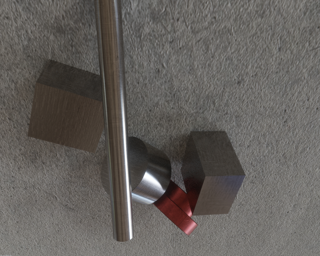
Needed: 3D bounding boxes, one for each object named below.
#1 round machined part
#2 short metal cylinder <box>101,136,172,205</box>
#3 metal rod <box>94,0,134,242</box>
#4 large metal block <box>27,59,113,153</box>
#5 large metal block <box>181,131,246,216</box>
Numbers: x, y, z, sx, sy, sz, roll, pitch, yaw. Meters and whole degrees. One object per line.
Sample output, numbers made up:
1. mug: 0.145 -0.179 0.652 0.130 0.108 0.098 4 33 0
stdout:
1. round machined part: 0.021 0.111 0.467 0.042 0.098 0.098 -47 123 -9
2. short metal cylinder: -0.032 0.057 0.412 0.080 0.080 0.050 -31 141 23
3. metal rod: -0.047 -0.011 0.328 0.025 0.025 0.298 -1 109 0
4. large metal block: -0.104 -0.024 0.369 0.081 0.050 0.079 16 128 -14
5. large metal block: 0.067 0.060 0.420 0.050 0.080 0.079 0 131 -11
